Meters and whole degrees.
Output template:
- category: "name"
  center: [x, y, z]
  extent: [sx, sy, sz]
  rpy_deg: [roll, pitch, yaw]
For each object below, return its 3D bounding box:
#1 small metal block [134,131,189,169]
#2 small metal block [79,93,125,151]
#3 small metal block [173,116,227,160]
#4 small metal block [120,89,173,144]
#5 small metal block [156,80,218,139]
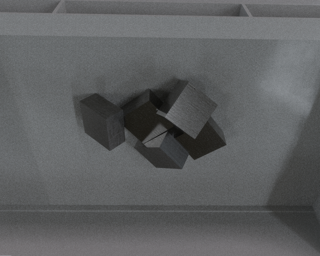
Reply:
- category: "small metal block"
  center: [0.002, 0.031, 0.418]
  extent: [0.050, 0.025, 0.050]
  rpy_deg: [-4, 139, 46]
- category: "small metal block"
  center: [-0.070, -0.008, 0.381]
  extent: [0.050, 0.025, 0.050]
  rpy_deg: [31, 138, 31]
- category: "small metal block"
  center: [0.053, 0.010, 0.416]
  extent: [0.050, 0.025, 0.050]
  rpy_deg: [-29, 125, 22]
- category: "small metal block"
  center: [-0.017, -0.014, 0.395]
  extent: [0.050, 0.025, 0.050]
  rpy_deg: [-30, 124, 23]
- category: "small metal block"
  center: [0.033, -0.023, 0.373]
  extent: [0.050, 0.025, 0.050]
  rpy_deg: [36, 86, -27]
